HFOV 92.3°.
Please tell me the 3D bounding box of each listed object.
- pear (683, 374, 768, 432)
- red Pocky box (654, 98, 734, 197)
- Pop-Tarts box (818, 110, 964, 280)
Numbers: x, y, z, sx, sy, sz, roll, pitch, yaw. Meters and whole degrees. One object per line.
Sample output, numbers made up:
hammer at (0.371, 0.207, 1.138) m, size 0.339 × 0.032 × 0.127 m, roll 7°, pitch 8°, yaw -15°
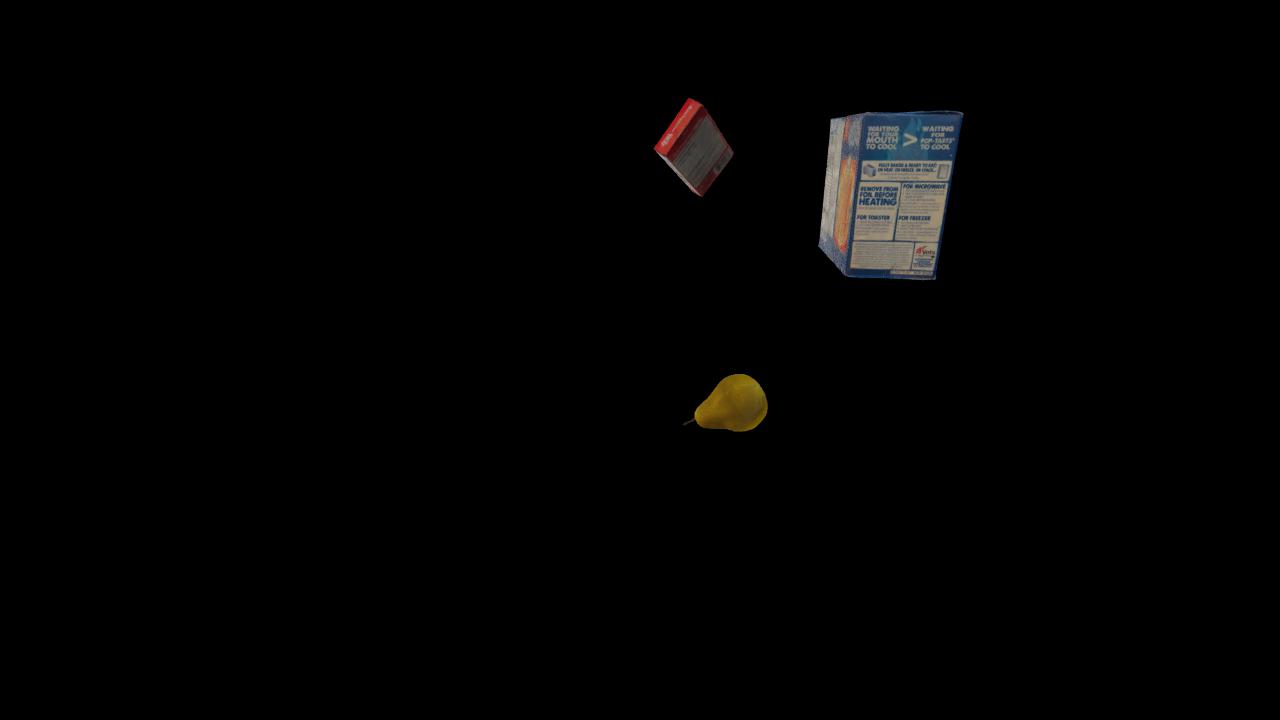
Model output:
pear at (0.110, 0.064, 0.813) m, size 0.111 × 0.080 × 0.080 m, roll -24°, pitch 2°, yaw -4°
red Pocky box at (0.080, -0.297, 0.873) m, size 0.028 × 0.083 × 0.155 m, roll 42°, pitch 11°, yaw 23°
Pop-Tarts box at (0.234, -0.165, 0.602) m, size 0.083 × 0.141 × 0.167 m, roll 2°, pitch 20°, yaw 6°
